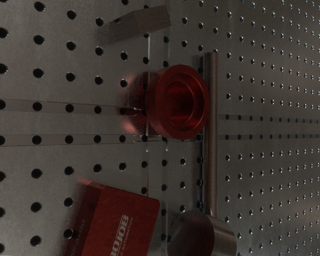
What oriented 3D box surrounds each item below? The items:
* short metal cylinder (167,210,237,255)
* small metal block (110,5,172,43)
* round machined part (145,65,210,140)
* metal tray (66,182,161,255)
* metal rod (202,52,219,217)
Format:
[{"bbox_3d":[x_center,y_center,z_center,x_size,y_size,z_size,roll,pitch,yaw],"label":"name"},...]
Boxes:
[{"bbox_3d":[0.056,0.159,0.423,0.050,0.080,0.080,32,70,-36],"label":"short metal cylinder"},{"bbox_3d":[-0.024,-0.126,0.375,0.050,0.050,0.025,-28,108,-37],"label":"small metal block"},{"bbox_3d":[0.019,-0.033,0.415,0.099,0.042,0.097,-1,91,-39],"label":"round machined part"},{"bbox_3d":[-0.057,0.137,0.360,0.090,0.030,0.130,26,74,-37],"label":"metal tray"},{"bbox_3d":[0.077,0.035,0.476,0.025,0.025,0.298,0,90,-40],"label":"metal rod"}]
